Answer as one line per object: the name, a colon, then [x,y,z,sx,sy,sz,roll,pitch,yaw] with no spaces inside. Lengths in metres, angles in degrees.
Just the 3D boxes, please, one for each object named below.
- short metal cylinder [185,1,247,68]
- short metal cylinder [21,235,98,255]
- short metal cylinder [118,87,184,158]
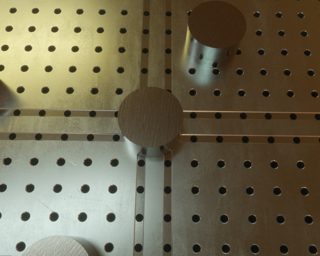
short metal cylinder: [0.079,-0.135,0.449,0.081,0.050,0.080,0,70,0]
short metal cylinder: [-0.109,0.160,0.339,0.081,0.050,0.080,0,70,0]
short metal cylinder: [-0.011,-0.006,0.401,0.081,0.050,0.080,0,70,0]
